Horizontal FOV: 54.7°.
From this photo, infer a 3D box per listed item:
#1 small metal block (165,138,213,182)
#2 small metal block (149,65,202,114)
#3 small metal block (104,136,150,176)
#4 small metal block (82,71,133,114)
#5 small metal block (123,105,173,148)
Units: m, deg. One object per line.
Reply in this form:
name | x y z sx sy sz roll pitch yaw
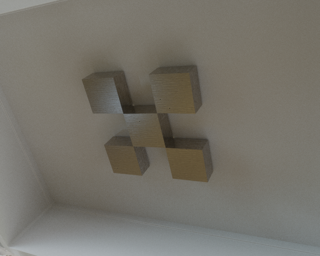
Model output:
small metal block | 0.040 0.042 0.411 0.050 0.025 0.050 1 119 27
small metal block | 0.019 -0.045 0.368 0.050 0.025 0.050 2 120 27
small metal block | -0.048 0.041 0.457 0.050 0.025 0.050 1 119 28
small metal block | -0.070 -0.047 0.414 0.050 0.025 0.050 2 119 27
small metal block | -0.015 -0.002 0.412 0.050 0.025 0.050 1 119 28
